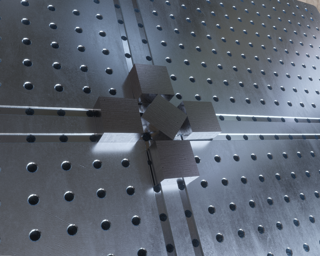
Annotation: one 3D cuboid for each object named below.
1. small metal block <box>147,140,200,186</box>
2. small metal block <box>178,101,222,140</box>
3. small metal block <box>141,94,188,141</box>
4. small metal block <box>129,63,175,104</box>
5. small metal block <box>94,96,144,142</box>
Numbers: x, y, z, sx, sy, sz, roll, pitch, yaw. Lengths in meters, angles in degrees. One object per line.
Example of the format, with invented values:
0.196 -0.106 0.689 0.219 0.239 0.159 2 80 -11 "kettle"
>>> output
0.017 0.043 0.392 0.050 0.025 0.050 0 62 -29 "small metal block"
0.055 -0.011 0.446 0.050 0.025 0.050 0 62 -29 "small metal block"
0.002 -0.010 0.416 0.050 0.025 0.050 36 51 -5 "small metal block"
-0.012 -0.062 0.441 0.050 0.025 0.050 -1 62 -29 "small metal block"
-0.052 -0.010 0.387 0.050 0.025 0.050 1 61 -28 "small metal block"
